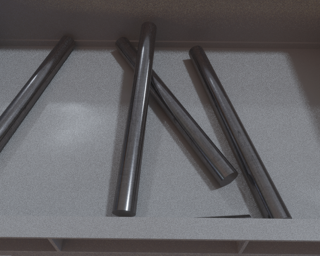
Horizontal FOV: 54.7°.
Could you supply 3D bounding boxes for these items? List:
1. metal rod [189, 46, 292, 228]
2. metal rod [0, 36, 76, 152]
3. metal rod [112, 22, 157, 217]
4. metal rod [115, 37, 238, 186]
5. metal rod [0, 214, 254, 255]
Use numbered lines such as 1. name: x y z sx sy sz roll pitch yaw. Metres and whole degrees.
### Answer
1. metal rod: 0.092 -0.013 0.416 0.025 0.025 0.300 -10 51 -8
2. metal rod: -0.192 -0.035 0.432 0.025 0.025 0.300 11 51 9
3. metal rod: -0.028 -0.034 0.410 0.025 0.025 0.300 3 57 2
4. metal rod: 0.008 -0.042 0.440 0.025 0.025 0.300 -23 54 -18
5. metal rod: -0.058 0.109 0.312 0.302 0.025 0.025 -3 50 -3
